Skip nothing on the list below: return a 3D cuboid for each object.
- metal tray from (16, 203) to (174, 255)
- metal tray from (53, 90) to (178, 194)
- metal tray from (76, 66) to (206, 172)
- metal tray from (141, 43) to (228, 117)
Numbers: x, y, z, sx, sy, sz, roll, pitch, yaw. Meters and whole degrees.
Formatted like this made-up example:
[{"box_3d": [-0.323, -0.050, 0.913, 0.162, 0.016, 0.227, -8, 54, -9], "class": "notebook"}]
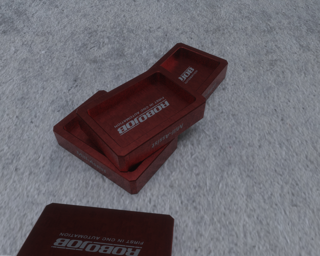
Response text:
[{"box_3d": [-0.055, 0.116, 0.282, 0.131, 0.030, 0.090, 5, 30, 4], "class": "metal tray"}, {"box_3d": [-0.055, 0.012, 0.389, 0.130, 0.030, 0.090, 29, 56, 22], "class": "metal tray"}, {"box_3d": [-0.021, -0.018, 0.374, 0.131, 0.030, 0.090, -34, 58, -25], "class": "metal tray"}, {"box_3d": [0.031, -0.069, 0.458, 0.090, 0.030, 0.131, 27, 55, 21], "class": "metal tray"}]
